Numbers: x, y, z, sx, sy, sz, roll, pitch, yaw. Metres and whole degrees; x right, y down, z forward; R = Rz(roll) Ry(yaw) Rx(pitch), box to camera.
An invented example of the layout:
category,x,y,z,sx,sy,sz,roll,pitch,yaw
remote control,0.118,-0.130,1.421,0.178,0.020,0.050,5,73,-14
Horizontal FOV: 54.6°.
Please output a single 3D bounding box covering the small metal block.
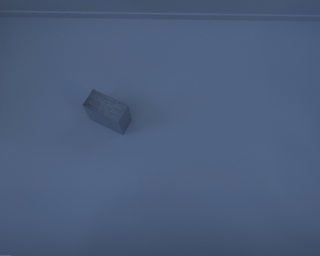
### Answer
category,x,y,z,sx,sy,sz,roll,pitch,yaw
small metal block,-0.067,-0.019,0.403,0.050,0.050,0.025,25,72,9
